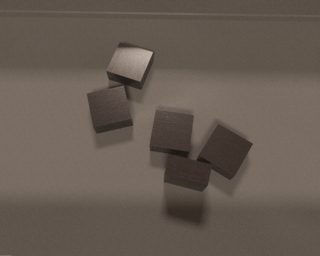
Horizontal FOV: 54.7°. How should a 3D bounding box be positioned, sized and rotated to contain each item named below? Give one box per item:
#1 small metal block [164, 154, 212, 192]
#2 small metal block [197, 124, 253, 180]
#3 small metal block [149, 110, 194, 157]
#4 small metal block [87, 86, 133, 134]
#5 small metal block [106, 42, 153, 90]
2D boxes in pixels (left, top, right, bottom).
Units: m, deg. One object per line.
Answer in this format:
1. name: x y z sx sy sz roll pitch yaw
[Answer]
1. small metal block: 0.032 0.056 0.376 0.050 0.050 0.025 14 71 5
2. small metal block: 0.083 0.031 0.399 0.050 0.025 0.050 31 73 10
3. small metal block: 0.016 0.007 0.407 0.050 0.025 0.050 9 70 3
4. small metal block: -0.067 -0.025 0.418 0.050 0.025 0.050 -13 71 -5
5. small metal block: -0.042 -0.088 0.441 0.050 0.025 0.050 19 71 6
